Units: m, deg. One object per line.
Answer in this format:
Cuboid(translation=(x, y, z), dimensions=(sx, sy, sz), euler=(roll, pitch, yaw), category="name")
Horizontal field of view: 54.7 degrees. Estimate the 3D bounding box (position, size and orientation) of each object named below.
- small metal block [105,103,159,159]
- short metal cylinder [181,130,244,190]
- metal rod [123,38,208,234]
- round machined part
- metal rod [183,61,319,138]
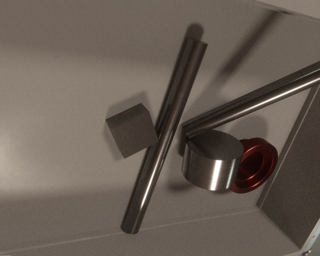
Cuboid(translation=(-0.034, 0.004, 0.393), dimensions=(0.050, 0.025, 0.050), euler=(-27, 128, -12), category="small metal block")
Cuboid(translation=(0.074, 0.043, 0.442), dimensions=(0.081, 0.080, 0.050), euler=(-8, 122, -25), category="short metal cylinder")
Cuboid(translation=(0.000, 0.026, 0.426), dimensions=(0.025, 0.025, 0.298), euler=(5, 116, -31), category="metal rod")
Cuboid(translation=(0.142, 0.057, 0.514), dimensions=(0.099, 0.042, 0.097), euler=(-14, 125, -21), category="round machined part")
Cuboid(translation=(0.163, -0.054, 0.376), dimensions=(0.300, 0.025, 0.025), euler=(-25, 135, 24), category="metal rod")
